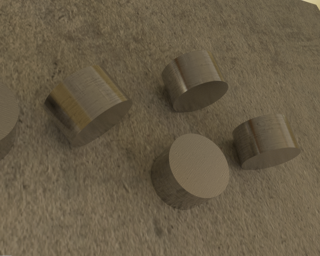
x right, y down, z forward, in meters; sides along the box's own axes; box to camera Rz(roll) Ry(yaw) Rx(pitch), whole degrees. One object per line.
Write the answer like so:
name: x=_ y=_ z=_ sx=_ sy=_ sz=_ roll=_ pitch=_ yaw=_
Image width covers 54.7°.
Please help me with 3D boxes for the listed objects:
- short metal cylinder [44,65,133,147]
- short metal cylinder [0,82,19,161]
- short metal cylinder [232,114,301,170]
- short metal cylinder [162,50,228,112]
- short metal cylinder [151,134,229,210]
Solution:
short metal cylinder: x=-0.078 y=-0.023 z=0.342 sx=0.081 sy=0.080 sz=0.050 roll=-34 pitch=81 yaw=-38
short metal cylinder: x=-0.180 y=-0.006 z=0.294 sx=0.081 sy=0.050 sz=0.080 roll=14 pitch=56 yaw=-21
short metal cylinder: x=0.149 y=0.022 z=0.438 sx=0.081 sy=0.080 sz=0.050 roll=4 pitch=60 yaw=-27
short metal cylinder: x=0.048 y=-0.064 z=0.435 sx=0.081 sy=0.080 sz=0.050 roll=-6 pitch=65 yaw=-31
short metal cylinder: x=0.036 y=0.053 z=0.376 sx=0.081 sy=0.050 sz=0.080 roll=14 pitch=56 yaw=-21
